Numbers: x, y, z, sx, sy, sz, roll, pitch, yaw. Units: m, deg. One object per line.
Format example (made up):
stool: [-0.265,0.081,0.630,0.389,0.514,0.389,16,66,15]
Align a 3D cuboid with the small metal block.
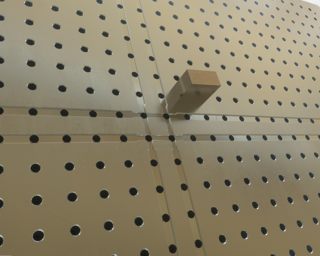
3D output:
small metal block: [0.052,-0.059,0.456,0.050,0.050,0.025,-1,63,-29]
